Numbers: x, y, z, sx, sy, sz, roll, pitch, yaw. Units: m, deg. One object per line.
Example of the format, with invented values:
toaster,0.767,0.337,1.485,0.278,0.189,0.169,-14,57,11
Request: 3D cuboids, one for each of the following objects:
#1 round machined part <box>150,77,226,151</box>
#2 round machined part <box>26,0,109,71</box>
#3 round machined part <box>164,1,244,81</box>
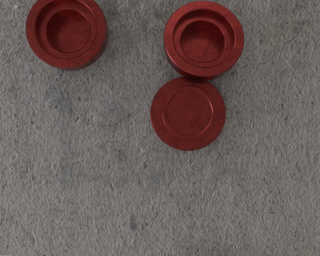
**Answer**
round machined part,0.037,-0.019,0.402,0.099,0.042,0.097,0,90,0
round machined part,-0.115,-0.122,0.400,0.099,0.042,0.097,0,90,0
round machined part,0.054,-0.107,0.397,0.099,0.042,0.097,0,82,-2
